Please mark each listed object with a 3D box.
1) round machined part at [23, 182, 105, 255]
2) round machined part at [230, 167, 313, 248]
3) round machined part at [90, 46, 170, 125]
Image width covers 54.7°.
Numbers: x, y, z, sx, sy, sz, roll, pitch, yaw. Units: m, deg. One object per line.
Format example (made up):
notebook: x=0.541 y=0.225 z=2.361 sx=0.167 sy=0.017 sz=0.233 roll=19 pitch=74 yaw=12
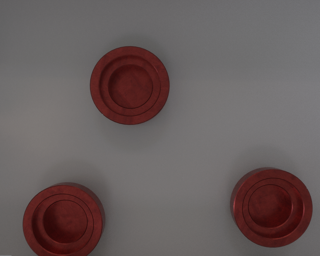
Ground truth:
round machined part: x=-0.120 y=0.119 z=0.402 sx=0.099 sy=0.042 sz=0.097 roll=0 pitch=90 yaw=0
round machined part: x=0.140 y=0.099 z=0.404 sx=0.099 sy=0.042 sz=0.097 roll=0 pitch=90 yaw=0
round machined part: x=-0.037 y=-0.052 z=0.402 sx=0.099 sy=0.042 sz=0.097 roll=0 pitch=90 yaw=0
